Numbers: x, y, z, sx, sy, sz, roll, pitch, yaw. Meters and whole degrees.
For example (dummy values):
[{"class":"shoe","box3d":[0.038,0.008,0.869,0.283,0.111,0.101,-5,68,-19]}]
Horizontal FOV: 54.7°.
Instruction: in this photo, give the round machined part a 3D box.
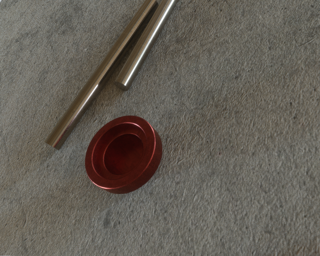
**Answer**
[{"class":"round machined part","box3d":[-0.041,0.036,0.391,0.098,0.042,0.098,-13,56,20]}]

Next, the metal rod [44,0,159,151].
[{"class":"metal rod","box3d":[-0.089,-0.096,0.507,0.025,0.025,0.300,21,73,35]}]

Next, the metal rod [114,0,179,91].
[{"class":"metal rod","box3d":[0.005,-0.191,0.517,0.025,0.025,0.300,15,69,33]}]
